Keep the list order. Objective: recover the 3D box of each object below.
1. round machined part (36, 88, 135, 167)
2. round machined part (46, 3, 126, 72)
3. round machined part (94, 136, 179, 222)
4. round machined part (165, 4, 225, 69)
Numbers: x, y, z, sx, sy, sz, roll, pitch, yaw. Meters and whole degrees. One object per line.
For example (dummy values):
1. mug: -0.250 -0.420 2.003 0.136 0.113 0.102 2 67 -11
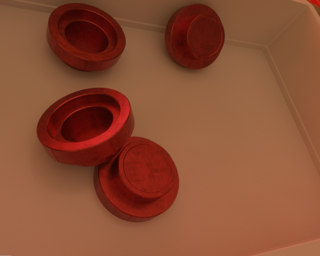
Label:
1. round machined part: -0.075 0.003 0.333 0.098 0.042 0.098 -6 43 6
2. round machined part: -0.099 -0.114 0.411 0.099 0.042 0.098 14 56 -21
3. round machined part: -0.021 0.053 0.351 0.099 0.042 0.098 14 56 -21
4. round machined part: 0.061 -0.140 0.478 0.099 0.042 0.097 -8 108 -26
